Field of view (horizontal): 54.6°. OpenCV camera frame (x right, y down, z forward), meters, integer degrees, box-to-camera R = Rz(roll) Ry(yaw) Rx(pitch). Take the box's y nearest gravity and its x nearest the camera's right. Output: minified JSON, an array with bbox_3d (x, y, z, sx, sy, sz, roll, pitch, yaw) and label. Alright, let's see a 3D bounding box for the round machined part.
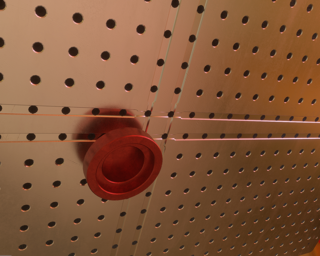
[{"bbox_3d":[-0.050,0.041,0.398,0.099,0.042,0.097,-14,124,-21],"label":"round machined part"}]
